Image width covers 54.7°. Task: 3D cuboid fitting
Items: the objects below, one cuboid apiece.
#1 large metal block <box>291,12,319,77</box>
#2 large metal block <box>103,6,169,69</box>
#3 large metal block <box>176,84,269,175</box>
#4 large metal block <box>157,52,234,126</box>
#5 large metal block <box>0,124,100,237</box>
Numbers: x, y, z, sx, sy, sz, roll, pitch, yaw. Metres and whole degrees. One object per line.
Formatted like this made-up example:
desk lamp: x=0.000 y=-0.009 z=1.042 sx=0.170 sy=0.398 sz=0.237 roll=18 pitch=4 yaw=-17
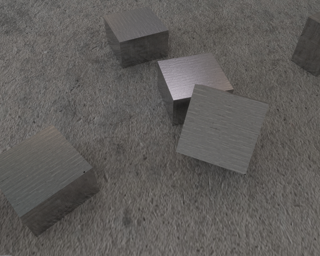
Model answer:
large metal block: x=0.265 y=-0.139 z=0.486 sx=0.081 sy=0.080 sz=0.050 roll=-27 pitch=55 yaw=-21
large metal block: x=-0.040 y=-0.152 z=0.514 sx=0.081 sy=0.050 sz=0.080 roll=-19 pitch=53 yaw=-15
large metal block: x=0.073 y=-0.002 z=0.361 sx=0.080 sy=0.079 sz=0.050 roll=18 pitch=11 yaw=14
large metal block: x=0.046 y=-0.056 z=0.434 sx=0.081 sy=0.050 sz=0.080 roll=-11 pitch=51 yaw=-10
large metal block: x=-0.126 y=0.055 z=0.340 sx=0.080 sy=0.050 sz=0.080 roll=-35 pitch=58 yaw=-26
